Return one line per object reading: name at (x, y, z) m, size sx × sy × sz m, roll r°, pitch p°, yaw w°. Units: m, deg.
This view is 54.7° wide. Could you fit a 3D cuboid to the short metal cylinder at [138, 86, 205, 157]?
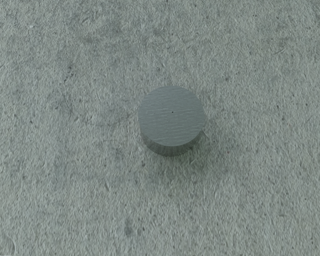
short metal cylinder at (0.014, -0.008, 0.399) m, size 0.081 × 0.050 × 0.080 m, roll 0°, pitch 70°, yaw 0°
